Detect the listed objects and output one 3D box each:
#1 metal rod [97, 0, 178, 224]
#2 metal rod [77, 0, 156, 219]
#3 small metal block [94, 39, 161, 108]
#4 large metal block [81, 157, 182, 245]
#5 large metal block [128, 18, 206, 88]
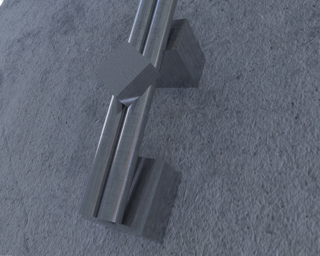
[{"bbox_3d":[-0.017,-0.047,0.350,0.025,0.025,0.299,3,70,29],"label":"metal rod"},{"bbox_3d":[-0.040,-0.049,0.362,0.025,0.025,0.299,3,70,29],"label":"metal rod"},{"bbox_3d":[-0.036,-0.059,0.335,0.050,0.025,0.050,-45,56,4],"label":"small metal block"},{"bbox_3d":[-0.031,0.078,0.356,0.080,0.050,0.080,5,64,30],"label":"large metal block"},{"bbox_3d":[0.008,-0.098,0.426,0.080,0.080,0.050,3,64,30],"label":"large metal block"}]
